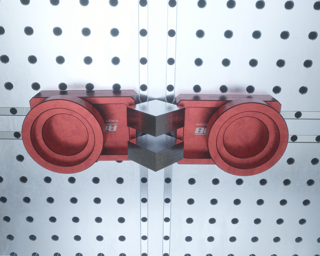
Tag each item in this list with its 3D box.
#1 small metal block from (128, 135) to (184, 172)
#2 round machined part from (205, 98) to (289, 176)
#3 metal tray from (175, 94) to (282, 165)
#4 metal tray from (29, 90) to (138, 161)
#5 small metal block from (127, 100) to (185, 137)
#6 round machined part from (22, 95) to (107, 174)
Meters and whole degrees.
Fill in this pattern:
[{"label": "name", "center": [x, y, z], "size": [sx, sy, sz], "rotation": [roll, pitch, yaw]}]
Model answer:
[{"label": "small metal block", "center": [-0.005, 0.028, 0.394], "size": [0.050, 0.050, 0.025], "rotation": [19, 117, 41]}, {"label": "round machined part", "center": [0.107, 0.008, 0.395], "size": [0.099, 0.042, 0.097], "rotation": [0, 110, 0]}, {"label": "metal tray", "center": [0.086, 0.003, 0.413], "size": [0.131, 0.030, 0.089], "rotation": [1, 110, -1]}, {"label": "metal tray", "center": [-0.095, -0.002, 0.410], "size": [0.131, 0.030, 0.089], "rotation": [-1, 112, 0]}, {"label": "small metal block", "center": [-0.005, -0.014, 0.380], "size": [0.050, 0.050, 0.025], "rotation": [19, 117, 41]}, {"label": "round machined part", "center": [-0.117, 0.005, 0.392], "size": [0.099, 0.042, 0.097], "rotation": [0, 110, 0]}]
